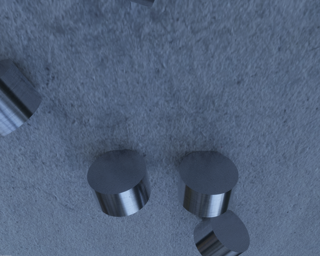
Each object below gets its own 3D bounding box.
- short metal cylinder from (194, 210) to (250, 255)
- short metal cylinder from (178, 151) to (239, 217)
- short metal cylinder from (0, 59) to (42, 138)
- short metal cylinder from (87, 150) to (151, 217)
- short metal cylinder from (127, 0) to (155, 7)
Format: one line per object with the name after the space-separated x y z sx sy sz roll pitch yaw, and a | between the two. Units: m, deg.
0.105 0.186 0.531 0.080 0.080 0.050 23 126 -19 | short metal cylinder
0.066 0.078 0.439 0.081 0.080 0.050 0 130 -1 | short metal cylinder
-0.181 -0.031 0.342 0.080 0.080 0.050 -19 128 15 | short metal cylinder
-0.056 0.076 0.435 0.080 0.080 0.050 -5 130 4 | short metal cylinder
-0.021 -0.145 0.248 0.050 0.080 0.079 14 129 -12 | short metal cylinder
